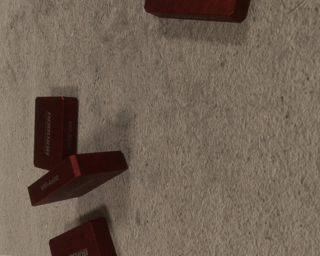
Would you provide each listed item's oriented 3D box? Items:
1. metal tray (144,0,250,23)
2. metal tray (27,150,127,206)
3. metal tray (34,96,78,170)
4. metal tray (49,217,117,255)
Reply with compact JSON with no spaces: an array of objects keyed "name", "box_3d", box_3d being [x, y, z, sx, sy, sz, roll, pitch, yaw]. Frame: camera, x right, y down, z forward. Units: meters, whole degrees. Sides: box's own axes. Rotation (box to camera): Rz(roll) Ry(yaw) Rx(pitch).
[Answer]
[{"name":"metal tray","box_3d":[0.045,-0.176,0.363,0.130,0.030,0.089,20,102,38]},{"name":"metal tray","box_3d":[-0.123,0.075,0.461,0.130,0.091,0.030,-33,70,35]},{"name":"metal tray","box_3d":[-0.187,0.010,0.553,0.090,0.030,0.129,4,93,39]},{"name":"metal tray","box_3d":[-0.126,0.208,0.503,0.130,0.030,0.090,-33,70,34]}]
